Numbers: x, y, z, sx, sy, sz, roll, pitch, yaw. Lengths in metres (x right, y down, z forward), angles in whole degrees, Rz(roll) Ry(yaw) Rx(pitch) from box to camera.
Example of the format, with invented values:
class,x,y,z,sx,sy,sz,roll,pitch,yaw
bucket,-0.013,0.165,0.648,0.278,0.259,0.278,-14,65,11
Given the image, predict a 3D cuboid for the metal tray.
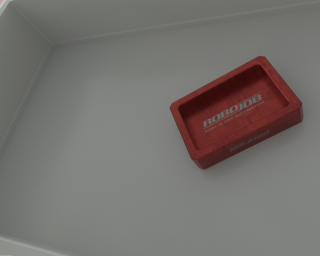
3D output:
class,x,y,z,sx,sy,sz,roll,pitch,yaw
metal tray,0.086,-0.019,0.368,0.130,0.030,0.090,-28,52,10
